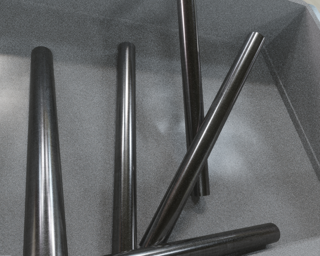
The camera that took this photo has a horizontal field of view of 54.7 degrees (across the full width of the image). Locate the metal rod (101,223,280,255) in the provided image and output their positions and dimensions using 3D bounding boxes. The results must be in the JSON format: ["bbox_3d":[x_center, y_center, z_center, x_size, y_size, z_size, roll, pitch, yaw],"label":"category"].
[{"bbox_3d":[0.023,0.128,0.316,0.302,0.025,0.025,4,60,-35],"label":"metal rod"}]

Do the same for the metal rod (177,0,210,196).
[{"bbox_3d":[0.041,-0.065,0.399,0.025,0.025,0.298,-1,84,-29],"label":"metal rod"}]

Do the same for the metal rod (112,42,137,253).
[{"bbox_3d":[-0.041,0.013,0.376,0.025,0.025,0.299,11,57,-23],"label":"metal rod"}]

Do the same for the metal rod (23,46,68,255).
[{"bbox_3d":[-0.103,0.002,0.274,0.025,0.025,0.300,6,35,-26],"label":"metal rod"}]

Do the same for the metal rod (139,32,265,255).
[{"bbox_3d":[0.059,0.004,0.370,0.025,0.025,0.300,32,72,-8],"label":"metal rod"}]
